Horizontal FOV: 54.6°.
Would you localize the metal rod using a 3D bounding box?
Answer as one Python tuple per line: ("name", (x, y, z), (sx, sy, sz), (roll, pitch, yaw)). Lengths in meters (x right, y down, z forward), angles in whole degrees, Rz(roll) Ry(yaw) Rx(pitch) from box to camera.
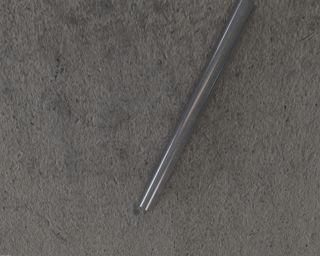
("metal rod", (0.040, -0.016, 0.403), (0.025, 0.025, 0.298), (22, 108, -8))
